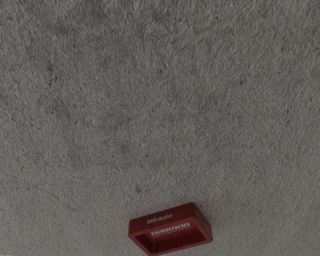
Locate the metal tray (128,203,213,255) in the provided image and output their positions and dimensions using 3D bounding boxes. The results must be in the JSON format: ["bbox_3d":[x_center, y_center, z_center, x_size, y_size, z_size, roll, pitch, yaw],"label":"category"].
[{"bbox_3d":[0.019,0.188,0.563,0.130,0.030,0.090,-21,127,16],"label":"metal tray"}]
